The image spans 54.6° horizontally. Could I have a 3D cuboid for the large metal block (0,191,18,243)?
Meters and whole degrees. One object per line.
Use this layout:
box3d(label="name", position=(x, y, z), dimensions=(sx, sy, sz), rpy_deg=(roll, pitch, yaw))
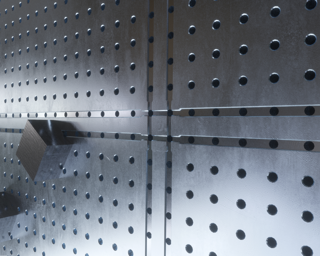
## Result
box3d(label="large metal block", position=(-0.376, 0.205, 0.707), dimensions=(0.080, 0.050, 0.080), rpy_deg=(40, 114, 33))

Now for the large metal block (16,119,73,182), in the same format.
box3d(label="large metal block", position=(-0.216, 0.040, 0.573), dimensions=(0.080, 0.050, 0.080), rpy_deg=(42, 115, 32))
